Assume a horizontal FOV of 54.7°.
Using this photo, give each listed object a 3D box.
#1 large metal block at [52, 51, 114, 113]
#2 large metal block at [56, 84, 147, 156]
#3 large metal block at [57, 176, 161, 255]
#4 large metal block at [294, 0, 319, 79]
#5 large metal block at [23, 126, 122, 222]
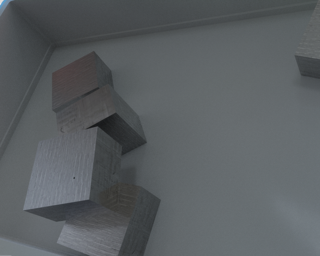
[{"bbox_3d":[-0.121,-0.062,0.489,0.080,0.050,0.080,-24,53,13],"label":"large metal block"},{"bbox_3d":[-0.076,0.000,0.408,0.080,0.080,0.050,-28,53,10],"label":"large metal block"},{"bbox_3d":[-0.056,0.106,0.353,0.080,0.050,0.080,5,64,30],"label":"large metal block"},{"bbox_3d":[0.204,-0.095,0.332,0.080,0.050,0.080,22,84,36],"label":"large metal block"},{"bbox_3d":[-0.092,0.052,0.340,0.080,0.050,0.080,-13,56,20],"label":"large metal block"}]
